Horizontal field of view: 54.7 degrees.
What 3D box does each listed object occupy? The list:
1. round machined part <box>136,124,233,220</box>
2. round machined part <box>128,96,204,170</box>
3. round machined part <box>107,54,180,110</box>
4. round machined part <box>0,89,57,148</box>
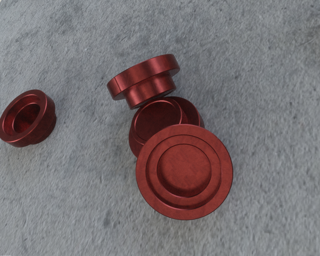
[{"bbox_3d":[0.026,0.044,0.332,0.099,0.042,0.097,0,91,7],"label":"round machined part"},{"bbox_3d":[0.003,0.000,0.390,0.098,0.042,0.098,-13,56,20],"label":"round machined part"},{"bbox_3d":[-0.017,-0.057,0.412,0.098,0.098,0.042,-25,90,13],"label":"round machined part"},{"bbox_3d":[-0.211,-0.012,0.508,0.098,0.042,0.098,-13,56,20],"label":"round machined part"}]
